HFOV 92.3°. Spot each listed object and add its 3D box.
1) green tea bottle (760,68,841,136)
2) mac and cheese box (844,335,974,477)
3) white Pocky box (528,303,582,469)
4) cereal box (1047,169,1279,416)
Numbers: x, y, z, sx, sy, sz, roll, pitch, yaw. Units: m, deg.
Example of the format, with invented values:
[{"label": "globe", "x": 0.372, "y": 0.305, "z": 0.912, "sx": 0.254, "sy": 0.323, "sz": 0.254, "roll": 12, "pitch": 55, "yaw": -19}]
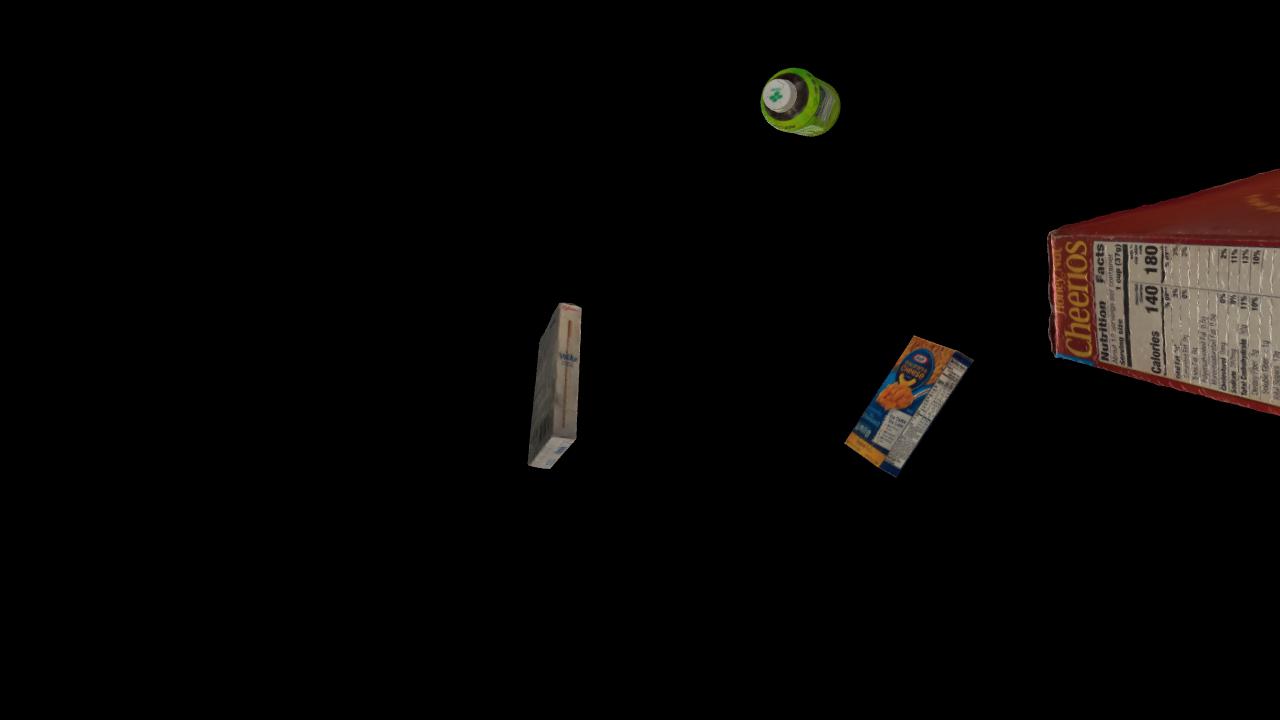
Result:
[{"label": "green tea bottle", "x": 0.189, "y": -0.307, "z": 0.733, "sx": 0.073, "sy": 0.073, "sz": 0.212, "roll": 0, "pitch": 14, "yaw": 26}, {"label": "mac and cheese box", "x": 0.365, "y": 0.061, "z": 0.847, "sx": 0.041, "sy": 0.184, "sz": 0.093, "roll": 28, "pitch": 7, "yaw": -16}, {"label": "white Pocky box", "x": -0.087, "y": 0.026, "z": 0.634, "sx": 0.028, "sy": 0.154, "sz": 0.084, "roll": 12, "pitch": -33, "yaw": -20}, {"label": "cereal box", "x": 0.328, "y": -0.026, "z": 0.184, "sx": 0.203, "sy": 0.081, "sz": 0.306, "roll": -15, "pitch": 14, "yaw": -5}]
